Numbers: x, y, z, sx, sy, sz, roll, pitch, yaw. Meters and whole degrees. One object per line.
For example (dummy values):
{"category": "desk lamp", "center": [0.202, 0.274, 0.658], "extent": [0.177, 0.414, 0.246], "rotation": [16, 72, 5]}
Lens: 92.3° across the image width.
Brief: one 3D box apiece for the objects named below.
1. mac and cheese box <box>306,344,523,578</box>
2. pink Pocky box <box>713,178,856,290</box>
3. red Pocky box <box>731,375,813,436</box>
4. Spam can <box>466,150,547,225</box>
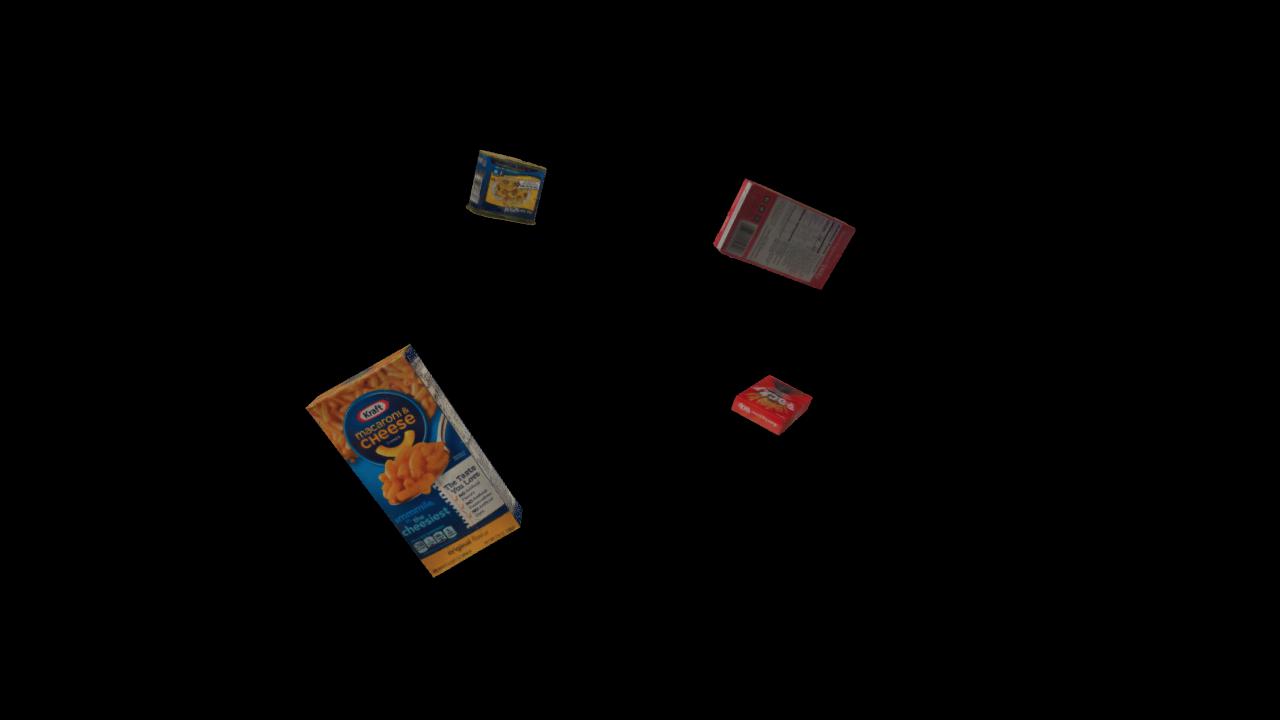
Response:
{"category": "mac and cheese box", "center": [-0.188, 0.089, 0.531], "extent": [0.093, 0.184, 0.041], "rotation": [-29, 17, 1]}
{"category": "pink Pocky box", "center": [0.170, -0.144, 0.719], "extent": [0.155, 0.084, 0.029], "rotation": [15, 25, -24]}
{"category": "red Pocky box", "center": [0.206, 0.066, 0.946], "extent": [0.083, 0.028, 0.155], "rotation": [30, 24, 22]}
{"category": "Spam can", "center": [-0.193, -0.250, 0.895], "extent": [0.101, 0.085, 0.058], "rotation": [0, 25, -42]}
